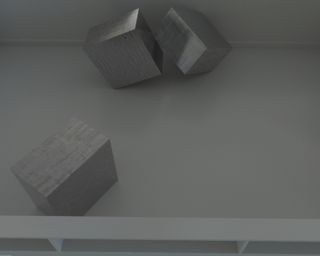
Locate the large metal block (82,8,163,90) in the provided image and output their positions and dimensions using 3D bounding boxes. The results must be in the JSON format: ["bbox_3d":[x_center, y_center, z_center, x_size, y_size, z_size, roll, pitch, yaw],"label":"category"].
[{"bbox_3d":[-0.049,-0.110,0.445,0.080,0.080,0.050,-14,47,20],"label":"large metal block"}]

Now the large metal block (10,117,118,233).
[{"bbox_3d":[-0.094,0.049,0.327,0.050,0.080,0.080,30,56,22],"label":"large metal block"}]

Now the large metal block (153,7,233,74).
[{"bbox_3d":[0.050,-0.129,0.463,0.081,0.050,0.080,-18,66,-51],"label":"large metal block"}]
